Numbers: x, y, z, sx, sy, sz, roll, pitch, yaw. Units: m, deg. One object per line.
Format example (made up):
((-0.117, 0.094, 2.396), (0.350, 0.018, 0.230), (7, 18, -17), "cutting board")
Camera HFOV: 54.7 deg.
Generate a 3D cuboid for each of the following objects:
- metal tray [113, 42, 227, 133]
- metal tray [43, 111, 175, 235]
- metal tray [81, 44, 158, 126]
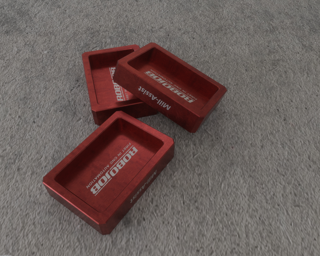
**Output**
((0.015, -0.059, 0.416), (0.130, 0.030, 0.090), (34, 43, 10), "metal tray")
((-0.055, 0.045, 0.361), (0.090, 0.030, 0.131), (29, 55, 22), "metal tray")
((-0.061, -0.068, 0.456), (0.091, 0.030, 0.130), (-12, 51, -10), "metal tray")
